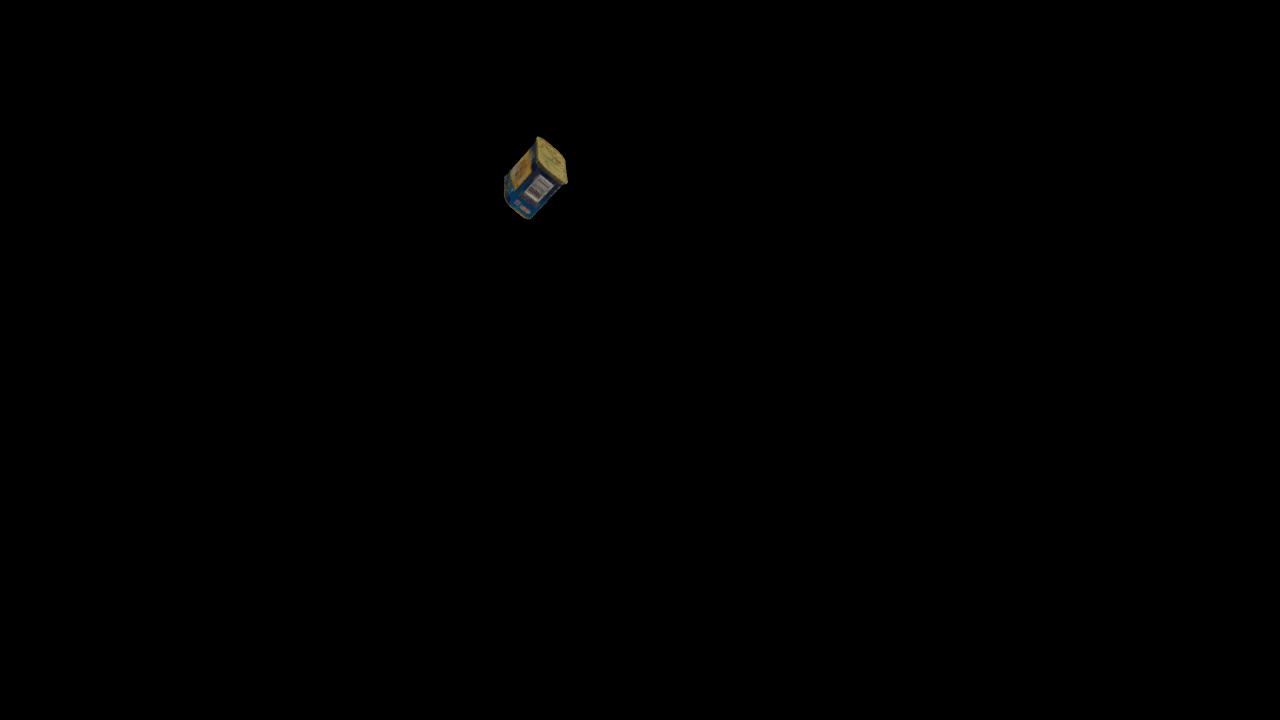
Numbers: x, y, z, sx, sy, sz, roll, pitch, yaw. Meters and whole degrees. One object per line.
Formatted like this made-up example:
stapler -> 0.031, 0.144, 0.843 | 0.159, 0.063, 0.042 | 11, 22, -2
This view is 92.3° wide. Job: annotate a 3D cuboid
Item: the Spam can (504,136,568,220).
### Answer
Spam can -> -0.160, -0.274, 0.929 | 0.085, 0.101, 0.058 | -39, -53, 24
